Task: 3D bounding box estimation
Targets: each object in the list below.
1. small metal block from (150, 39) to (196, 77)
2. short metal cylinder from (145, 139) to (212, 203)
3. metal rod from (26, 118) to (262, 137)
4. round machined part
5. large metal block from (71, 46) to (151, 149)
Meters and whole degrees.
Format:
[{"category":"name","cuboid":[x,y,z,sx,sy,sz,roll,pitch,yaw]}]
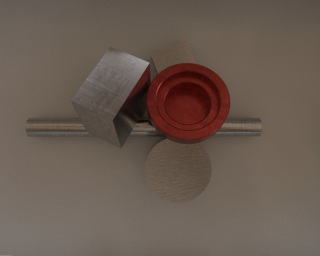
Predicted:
[{"category":"small metal block","cuboid":[0.020,-0.082,0.411,0.050,0.025,0.050,-21,90,-1]},{"category":"short metal cylinder","cuboid":[0.022,0.050,0.397,0.081,0.050,0.079,0,90,-1]},{"category":"metal rod","cuboid":[-0.020,-0.001,0.408,0.302,0.025,0.025,0,90,-1]},{"category":"round machined part","cuboid":[0.033,-0.027,0.383,0.099,0.042,0.098,0,72,0]},{"category":"large metal block","cuboid":[-0.052,-0.033,0.367,0.050,0.080,0.080,25,67,11]}]
